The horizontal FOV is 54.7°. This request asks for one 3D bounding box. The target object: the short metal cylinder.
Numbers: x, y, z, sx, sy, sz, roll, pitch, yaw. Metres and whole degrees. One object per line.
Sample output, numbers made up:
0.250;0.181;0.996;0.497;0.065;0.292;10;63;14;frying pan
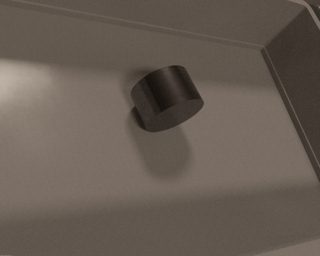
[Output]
0.009;-0.036;0.399;0.081;0.080;0.050;-13;69;-34;short metal cylinder
